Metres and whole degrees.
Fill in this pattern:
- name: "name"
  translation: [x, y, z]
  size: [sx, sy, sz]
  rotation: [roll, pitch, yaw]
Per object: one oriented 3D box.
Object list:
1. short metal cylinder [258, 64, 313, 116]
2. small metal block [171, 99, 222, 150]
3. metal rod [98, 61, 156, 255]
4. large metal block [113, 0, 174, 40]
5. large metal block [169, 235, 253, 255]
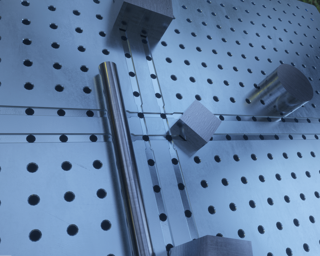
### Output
- name: "short metal cylinder"
  translation: [0.226, -0.068, 0.559]
  size: [0.081, 0.050, 0.080]
  rotation: [14, 56, -21]
- name: "small metal block"
  translation: [0.053, -0.005, 0.442]
  size: [0.050, 0.025, 0.050]
  rotation: [41, 51, 0]
- name: "metal rod"
  translation: [-0.038, 0.049, 0.358]
  size: [0.025, 0.025, 0.299]
  rotation: [0, 62, -29]
- name: "large metal block"
  translation: [-0.028, -0.199, 0.500]
  size: [0.081, 0.050, 0.080]
  rotation: [10, 57, -23]
- name: "large metal block"
  translation: [0.049, 0.157, 0.305]
  size: [0.050, 0.080, 0.080]
  rotation: [15, 56, -20]
